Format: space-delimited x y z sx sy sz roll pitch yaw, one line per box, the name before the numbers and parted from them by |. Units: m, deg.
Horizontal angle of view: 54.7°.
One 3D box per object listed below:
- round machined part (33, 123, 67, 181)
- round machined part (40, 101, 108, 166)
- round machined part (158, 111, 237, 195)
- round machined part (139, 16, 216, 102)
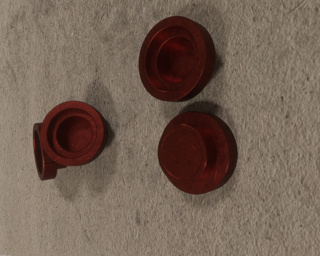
round machined part | -0.187 0.038 0.531 0.098 0.042 0.097 18 111 58
round machined part | -0.128 0.010 0.477 0.099 0.042 0.097 -1 82 6
round machined part | 0.036 0.029 0.363 0.098 0.042 0.097 0 90 39
round machined part | 0.024 -0.079 0.372 0.098 0.042 0.097 0 90 39
